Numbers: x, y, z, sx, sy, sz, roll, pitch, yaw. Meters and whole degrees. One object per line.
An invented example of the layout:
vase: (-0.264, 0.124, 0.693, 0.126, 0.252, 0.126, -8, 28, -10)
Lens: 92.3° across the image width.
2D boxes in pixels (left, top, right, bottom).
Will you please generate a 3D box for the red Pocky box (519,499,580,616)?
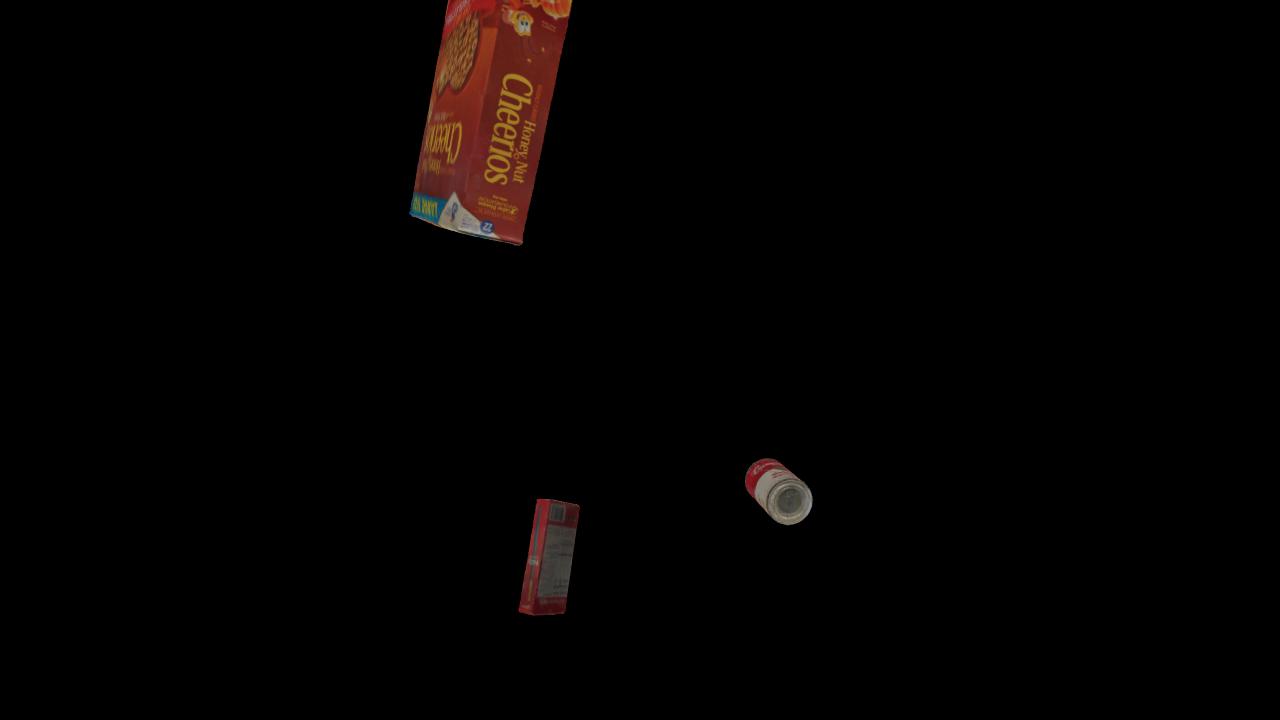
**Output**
red Pocky box: (-0.128, 0.281, 0.881, 0.028, 0.155, 0.083, -2, -19, 26)

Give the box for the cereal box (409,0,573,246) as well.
cereal box: (-0.162, -0.286, 0.651, 0.081, 0.306, 0.203, 8, 12, -34)

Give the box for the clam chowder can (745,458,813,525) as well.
clam chowder can: (0.198, 0.188, 0.885, 0.068, 0.068, 0.102, 0, 7, -7)
